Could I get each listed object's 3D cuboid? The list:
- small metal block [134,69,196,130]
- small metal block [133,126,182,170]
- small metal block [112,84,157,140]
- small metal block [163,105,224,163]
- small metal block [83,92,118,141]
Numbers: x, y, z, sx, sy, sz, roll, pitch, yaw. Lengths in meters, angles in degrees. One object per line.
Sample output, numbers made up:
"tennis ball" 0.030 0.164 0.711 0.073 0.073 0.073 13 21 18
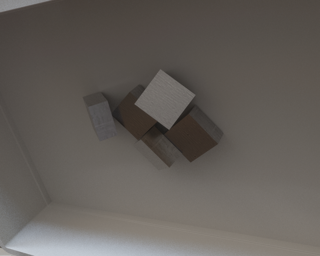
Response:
"small metal block" 0.007 -0.033 0.367 0.050 0.025 0.050 37 94 3
"small metal block" -0.005 0.028 0.410 0.050 0.025 0.050 45 160 -3
"small metal block" -0.028 -0.020 0.407 0.050 0.025 0.050 44 129 -3
"small metal block" 0.042 0.008 0.388 0.050 0.025 0.050 46 129 -4
"small metal block" -0.081 -0.017 0.420 0.050 0.025 0.050 -137 30 -61
